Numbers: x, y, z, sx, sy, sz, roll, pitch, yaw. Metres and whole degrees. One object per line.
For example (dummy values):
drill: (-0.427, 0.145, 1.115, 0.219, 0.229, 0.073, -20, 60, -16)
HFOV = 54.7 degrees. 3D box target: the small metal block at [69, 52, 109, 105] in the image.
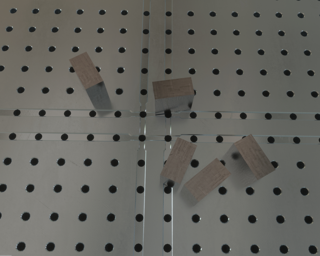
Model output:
small metal block: (-0.095, -0.066, 0.421, 0.025, 0.050, 0.050, -28, 73, -10)

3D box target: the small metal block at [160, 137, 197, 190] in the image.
small metal block: (0.022, 0.045, 0.382, 0.025, 0.050, 0.050, 24, 72, 8)

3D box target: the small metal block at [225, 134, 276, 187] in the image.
small metal block: (0.110, 0.041, 0.385, 0.025, 0.050, 0.050, -27, 73, -10)

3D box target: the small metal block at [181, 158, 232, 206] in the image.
small metal block: (0.054, 0.067, 0.375, 0.050, 0.050, 0.025, -37, 75, -13)

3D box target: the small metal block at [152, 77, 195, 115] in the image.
small metal block: (0.017, -0.042, 0.414, 0.050, 0.050, 0.025, -8, 71, -3)
